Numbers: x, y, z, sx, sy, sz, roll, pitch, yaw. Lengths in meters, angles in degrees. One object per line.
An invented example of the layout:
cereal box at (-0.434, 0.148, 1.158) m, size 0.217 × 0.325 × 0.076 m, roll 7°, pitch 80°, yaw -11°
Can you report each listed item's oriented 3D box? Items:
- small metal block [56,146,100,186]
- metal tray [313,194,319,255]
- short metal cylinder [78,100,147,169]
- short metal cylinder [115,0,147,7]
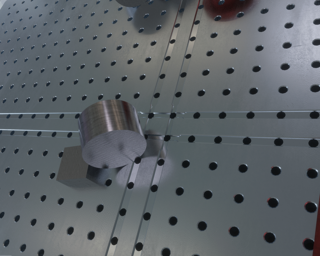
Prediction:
small metal block at (-0.112, 0.052, 0.435) m, size 0.050 × 0.025 × 0.050 m, roll -8°, pitch 58°, yaw 23°
metal tray at (0.172, 0.113, 0.246) m, size 0.090 × 0.030 × 0.130 m, roll 6°, pitch 64°, yaw 30°
short metal cylinder at (-0.062, 0.009, 0.400) m, size 0.080 × 0.080 × 0.050 m, roll -27°, pitch 52°, yaw 11°
short metal cylinder at (-0.056, -0.273, 0.570) m, size 0.080 × 0.080 × 0.050 m, roll -30°, pitch 52°, yaw 9°
